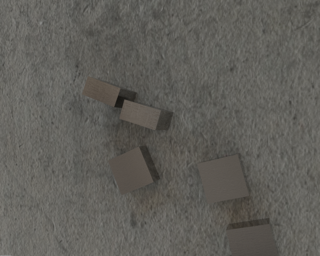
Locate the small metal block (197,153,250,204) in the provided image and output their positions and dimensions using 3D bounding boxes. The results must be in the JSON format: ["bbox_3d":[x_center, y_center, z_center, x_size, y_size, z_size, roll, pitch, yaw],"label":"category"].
[{"bbox_3d":[0.079,0.061,0.381,0.050,0.025,0.050,-16,85,19],"label":"small metal block"}]

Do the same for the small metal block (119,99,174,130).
[{"bbox_3d":[-0.016,-0.016,0.401,0.050,0.050,0.025,18,96,19],"label":"small metal block"}]

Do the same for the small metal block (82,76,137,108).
[{"bbox_3d":[-0.067,-0.047,0.418,0.050,0.050,0.025,22,97,18],"label":"small metal block"}]

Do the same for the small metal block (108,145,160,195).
[{"bbox_3d":[-0.035,0.057,0.420,0.050,0.025,0.050,-25,82,18],"label":"small metal block"}]

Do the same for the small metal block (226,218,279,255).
[{"bbox_3d":[0.111,0.139,0.370,0.050,0.025,0.050,-15,85,19],"label":"small metal block"}]
